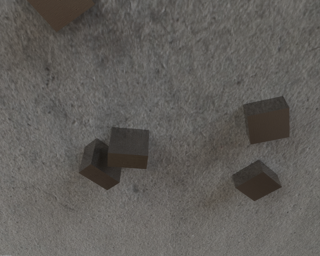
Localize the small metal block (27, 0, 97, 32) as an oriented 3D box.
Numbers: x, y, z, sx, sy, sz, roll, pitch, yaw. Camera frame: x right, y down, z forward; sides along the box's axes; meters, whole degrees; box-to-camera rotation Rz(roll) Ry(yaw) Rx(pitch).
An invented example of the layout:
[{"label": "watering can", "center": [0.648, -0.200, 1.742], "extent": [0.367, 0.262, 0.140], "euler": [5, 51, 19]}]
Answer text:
[{"label": "small metal block", "center": [-0.096, -0.130, 0.295], "extent": [0.050, 0.025, 0.050], "euler": [-27, 126, 20]}]

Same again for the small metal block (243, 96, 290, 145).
[{"label": "small metal block", "center": [0.138, -0.009, 0.402], "extent": [0.050, 0.025, 0.050], "euler": [-12, 129, 9]}]

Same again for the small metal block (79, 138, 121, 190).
[{"label": "small metal block", "center": [-0.081, 0.050, 0.433], "extent": [0.025, 0.050, 0.050], "euler": [-35, 122, 25]}]

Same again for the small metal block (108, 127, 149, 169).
[{"label": "small metal block", "center": [-0.041, 0.026, 0.413], "extent": [0.050, 0.050, 0.025], "euler": [5, 130, -5]}]

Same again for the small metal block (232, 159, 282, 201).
[{"label": "small metal block", "center": [0.150, 0.082, 0.480], "extent": [0.050, 0.025, 0.050], "euler": [36, 121, -27]}]
